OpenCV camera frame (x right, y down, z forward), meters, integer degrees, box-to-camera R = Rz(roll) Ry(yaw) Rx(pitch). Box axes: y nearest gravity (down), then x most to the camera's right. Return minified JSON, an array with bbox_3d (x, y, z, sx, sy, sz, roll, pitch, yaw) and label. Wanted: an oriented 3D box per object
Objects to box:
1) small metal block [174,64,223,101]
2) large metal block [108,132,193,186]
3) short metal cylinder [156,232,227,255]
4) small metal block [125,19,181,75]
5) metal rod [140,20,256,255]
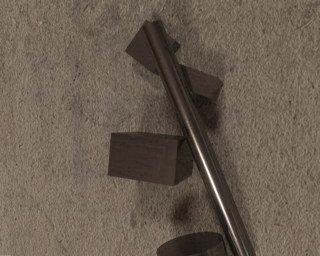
[{"bbox_3d":[0.046,-0.055,0.379,0.050,0.050,0.025,24,98,18],"label":"small metal block"},{"bbox_3d":[-0.007,0.034,0.381,0.080,0.080,0.050,6,92,19],"label":"large metal block"},{"bbox_3d":[0.041,0.161,0.365,0.080,0.080,0.050,-15,85,19],"label":"short metal cylinder"},{"bbox_3d":[-0.010,-0.106,0.412,0.050,0.025,0.050,40,102,15],"label":"small metal block"},{"bbox_3d":[0.048,0.024,0.356,0.025,0.025,0.299,-21,97,18],"label":"metal rod"}]
